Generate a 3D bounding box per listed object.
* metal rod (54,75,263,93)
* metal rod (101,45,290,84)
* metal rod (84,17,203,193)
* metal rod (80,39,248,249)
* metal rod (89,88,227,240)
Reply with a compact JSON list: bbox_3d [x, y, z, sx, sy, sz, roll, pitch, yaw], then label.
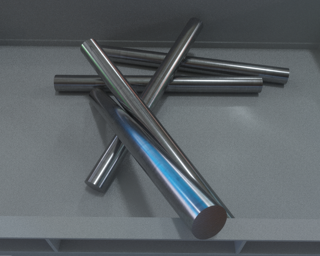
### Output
[{"bbox_3d":[-0.002,-0.065,0.459,0.302,0.025,0.025,0,50,0],"label":"metal rod"},{"bbox_3d":[0.046,-0.102,0.491,0.302,0.025,0.025,9,51,7],"label":"metal rod"},{"bbox_3d":[-0.009,-0.049,0.419,0.025,0.025,0.300,21,61,16],"label":"metal rod"},{"bbox_3d":[-0.008,0.003,0.361,0.025,0.025,0.300,-29,69,-23],"label":"metal rod"},{"bbox_3d":[-0.029,0.006,0.318,0.025,0.025,0.300,-21,28,-17],"label":"metal rod"}]
